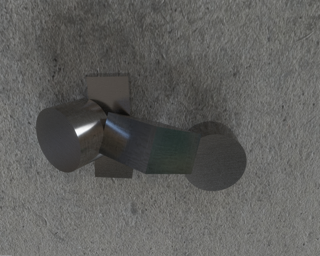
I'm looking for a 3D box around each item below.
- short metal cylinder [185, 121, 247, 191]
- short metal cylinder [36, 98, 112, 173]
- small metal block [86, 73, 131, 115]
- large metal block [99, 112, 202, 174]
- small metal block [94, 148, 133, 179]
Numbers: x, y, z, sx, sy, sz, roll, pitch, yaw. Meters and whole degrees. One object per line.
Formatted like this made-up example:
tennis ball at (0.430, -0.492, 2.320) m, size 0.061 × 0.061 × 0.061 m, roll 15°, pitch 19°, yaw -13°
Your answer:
short metal cylinder at (0.068, 0.036, 0.412) m, size 0.081 × 0.050 × 0.079 m, roll 0°, pitch 110°, yaw -1°
short metal cylinder at (-0.105, 0.008, 0.380) m, size 0.080 × 0.050 × 0.079 m, roll 14°, pitch 115°, yaw 33°
small metal block at (-0.063, -0.043, 0.394) m, size 0.050 × 0.025 × 0.050 m, roll -1°, pitch 110°, yaw 0°
large metal block at (-0.011, 0.018, 0.368) m, size 0.081 × 0.080 × 0.050 m, roll 10°, pitch 95°, yaw -48°
small metal block at (-0.062, 0.040, 0.425) m, size 0.050 × 0.025 × 0.050 m, roll 3°, pitch 110°, yaw -2°
